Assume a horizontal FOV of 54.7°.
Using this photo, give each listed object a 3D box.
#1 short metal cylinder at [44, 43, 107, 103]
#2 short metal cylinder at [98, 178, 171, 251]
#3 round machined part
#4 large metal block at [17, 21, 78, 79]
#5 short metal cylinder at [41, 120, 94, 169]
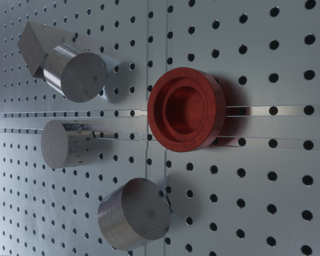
[{"bbox_3d":[-0.130,-0.086,0.482,0.050,0.081,0.079,32,110,35],"label":"short metal cylinder"},{"bbox_3d":[-0.032,0.111,0.400,0.050,0.081,0.080,-36,68,34],"label":"short metal cylinder"},{"bbox_3d":[0.035,-0.021,0.370,0.098,0.042,0.097,0,90,40],"label":"round machined part"},{"bbox_3d":[-0.180,-0.126,0.522,0.050,0.081,0.080,-48,62,29],"label":"large metal block"},{"bbox_3d":[-0.157,0.027,0.523,0.080,0.050,0.080,0,90,40],"label":"short metal cylinder"}]
